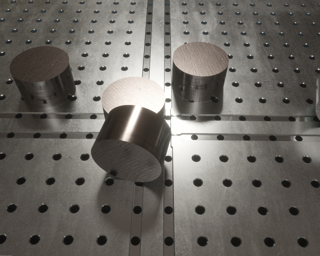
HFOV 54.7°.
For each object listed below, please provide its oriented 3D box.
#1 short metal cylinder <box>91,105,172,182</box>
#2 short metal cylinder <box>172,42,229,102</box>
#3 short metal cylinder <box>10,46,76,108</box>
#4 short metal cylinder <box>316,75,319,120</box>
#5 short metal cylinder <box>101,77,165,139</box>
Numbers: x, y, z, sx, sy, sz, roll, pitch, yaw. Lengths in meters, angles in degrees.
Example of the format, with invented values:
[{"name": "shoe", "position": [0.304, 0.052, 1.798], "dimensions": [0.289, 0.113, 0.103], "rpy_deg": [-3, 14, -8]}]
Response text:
[{"name": "short metal cylinder", "position": [-0.031, 0.019, 0.355], "dimensions": [0.080, 0.080, 0.050], "rpy_deg": [11, 51, 8]}, {"name": "short metal cylinder", "position": [0.058, -0.085, 0.463], "dimensions": [0.081, 0.050, 0.080], "rpy_deg": [0, 50, 0]}, {"name": "short metal cylinder", "position": [-0.168, -0.075, 0.452], "dimensions": [0.081, 0.050, 0.080], "rpy_deg": [0, 50, 0]}, {"name": "short metal cylinder", "position": [0.252, -0.042, 0.410], "dimensions": [0.080, 0.080, 0.050], "rpy_deg": [14, 52, 11]}, {"name": "short metal cylinder", "position": [-0.033, -0.023, 0.410], "dimensions": [0.081, 0.050, 0.080], "rpy_deg": [0, 50, 0]}]
